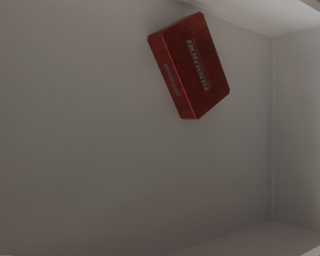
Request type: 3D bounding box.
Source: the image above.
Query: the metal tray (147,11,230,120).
[{"bbox_3d":[0.046,-0.088,0.444,0.091,0.030,0.129,-38,114,-34],"label":"metal tray"}]

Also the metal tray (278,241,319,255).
[{"bbox_3d":[0.295,0.291,0.657,0.131,0.030,0.090,16,80,-39],"label":"metal tray"}]
